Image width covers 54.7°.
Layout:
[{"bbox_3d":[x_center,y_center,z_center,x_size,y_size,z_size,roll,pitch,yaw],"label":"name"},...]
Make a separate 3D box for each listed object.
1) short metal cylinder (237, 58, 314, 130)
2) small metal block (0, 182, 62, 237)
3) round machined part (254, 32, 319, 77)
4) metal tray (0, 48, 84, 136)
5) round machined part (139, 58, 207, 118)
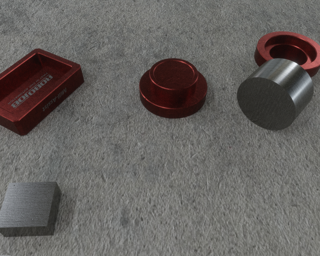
[{"bbox_3d":[0.150,-0.044,0.406,0.080,0.080,0.050,34,58,25],"label":"short metal cylinder"},{"bbox_3d":[-0.137,0.086,0.329,0.050,0.025,0.050,-1,50,-2],"label":"small metal block"},{"bbox_3d":[0.197,-0.105,0.483,0.099,0.042,0.098,0,50,0],"label":"round machined part"},{"bbox_3d":[-0.185,-0.057,0.445,0.090,0.030,0.130,24,54,18],"label":"metal tray"},{"bbox_3d":[0.019,-0.063,0.446,0.099,0.042,0.098,0,50,0],"label":"round machined part"}]
